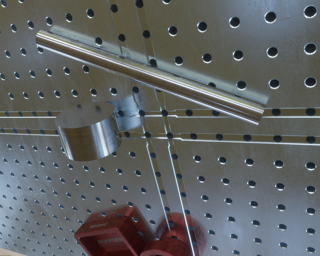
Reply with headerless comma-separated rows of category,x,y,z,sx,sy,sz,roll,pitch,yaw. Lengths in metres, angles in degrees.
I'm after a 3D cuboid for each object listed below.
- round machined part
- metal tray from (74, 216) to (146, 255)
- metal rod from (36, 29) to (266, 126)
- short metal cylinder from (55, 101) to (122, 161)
round machined part,0.018,0.227,0.530,0.098,0.042,0.097,13,124,20
metal tray,-0.093,0.219,0.590,0.130,0.030,0.090,-22,107,35
metal rod,-0.023,-0.067,0.380,0.301,0.025,0.025,21,126,14
short metal cylinder,-0.097,0.003,0.427,0.080,0.080,0.050,5,121,25
